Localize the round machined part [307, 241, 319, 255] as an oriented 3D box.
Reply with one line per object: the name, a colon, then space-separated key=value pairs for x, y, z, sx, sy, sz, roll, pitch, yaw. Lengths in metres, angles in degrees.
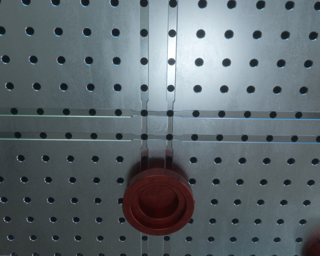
round machined part: x=0.288 y=0.221 z=0.488 sx=0.099 sy=0.042 sz=0.097 roll=0 pitch=110 yaw=0

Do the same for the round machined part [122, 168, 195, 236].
round machined part: x=-0.002 y=0.100 z=0.441 sx=0.099 sy=0.042 sz=0.097 roll=0 pitch=110 yaw=0
